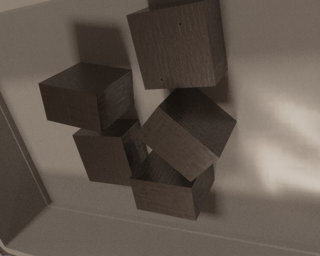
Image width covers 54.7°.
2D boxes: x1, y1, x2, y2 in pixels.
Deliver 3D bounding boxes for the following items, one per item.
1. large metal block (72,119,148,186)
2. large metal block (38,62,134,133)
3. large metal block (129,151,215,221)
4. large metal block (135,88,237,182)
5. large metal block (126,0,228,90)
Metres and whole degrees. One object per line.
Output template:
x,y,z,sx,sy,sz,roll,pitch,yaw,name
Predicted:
-0.067,0.034,0.447,0.080,0.050,0.079,1,119,27,large metal block
-0.089,-0.042,0.392,0.080,0.080,0.050,12,123,21,large metal block
0.019,0.067,0.403,0.080,0.080,0.050,4,120,26,large metal block
0.032,0.000,0.355,0.080,0.080,0.050,40,129,0,large metal block
0.021,-0.088,0.326,0.080,0.050,0.080,1,119,27,large metal block
